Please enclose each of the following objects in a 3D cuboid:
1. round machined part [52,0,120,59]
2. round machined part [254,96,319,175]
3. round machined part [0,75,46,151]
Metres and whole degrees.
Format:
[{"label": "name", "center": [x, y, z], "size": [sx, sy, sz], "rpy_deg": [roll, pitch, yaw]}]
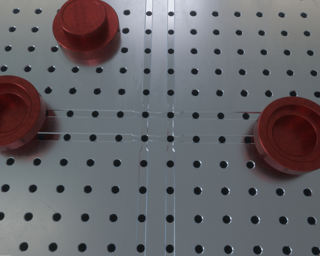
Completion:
[{"label": "round machined part", "center": [-0.110, -0.154, 0.459], "size": [0.099, 0.042, 0.098], "rpy_deg": [0, 70, 0]}, {"label": "round machined part", "center": [0.170, 0.012, 0.399], "size": [0.099, 0.042, 0.098], "rpy_deg": [0, 70, 0]}, {"label": "round machined part", "center": [-0.200, -0.017, 0.408], "size": [0.099, 0.042, 0.098], "rpy_deg": [0, 70, 0]}]
